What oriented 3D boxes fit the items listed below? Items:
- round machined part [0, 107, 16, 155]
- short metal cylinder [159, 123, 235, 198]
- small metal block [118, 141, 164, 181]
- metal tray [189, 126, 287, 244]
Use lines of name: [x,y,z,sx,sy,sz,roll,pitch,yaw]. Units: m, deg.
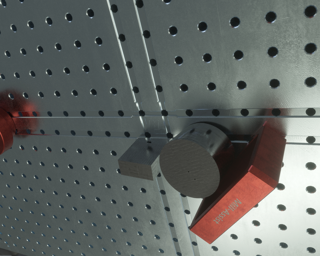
round machined part: [-0.301,-0.002,0.554,0.098,0.042,0.097,13,124,20]
short metal cylinder: [0.047,0.040,0.387,0.080,0.050,0.079,16,121,28]
small metal block: [-0.022,0.045,0.433,0.050,0.050,0.025,6,121,24]
metal tray: [0.090,0.067,0.362,0.030,0.090,0.129,35,129,5]
